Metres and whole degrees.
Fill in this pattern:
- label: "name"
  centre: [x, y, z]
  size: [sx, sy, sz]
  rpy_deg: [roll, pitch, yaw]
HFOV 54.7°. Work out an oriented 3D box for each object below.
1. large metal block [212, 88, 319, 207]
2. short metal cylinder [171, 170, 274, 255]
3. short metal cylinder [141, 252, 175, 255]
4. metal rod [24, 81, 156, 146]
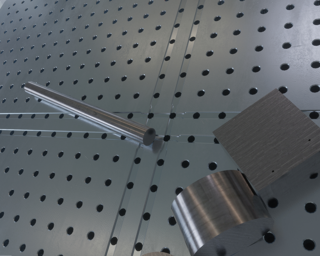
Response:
- label: "large metal block"
  centre: [0.115, 0.020, 0.320]
  size: [0.080, 0.050, 0.080]
  rpy_deg: [-35, 51, 5]
- label: "short metal cylinder"
  centre: [0.057, 0.084, 0.292]
  size: [0.080, 0.080, 0.050]
  rpy_deg: [-32, 52, 7]
- label: "short metal cylinder"
  centre: [0.006, 0.162, 0.290]
  size: [0.080, 0.050, 0.080]
  rpy_deg: [-13, 56, 21]
- label: "metal rod"
  centre: [-0.128, -0.032, 0.494]
  size: [0.300, 0.025, 0.025]
  rpy_deg: [21, 73, 35]
